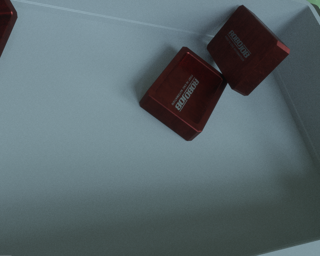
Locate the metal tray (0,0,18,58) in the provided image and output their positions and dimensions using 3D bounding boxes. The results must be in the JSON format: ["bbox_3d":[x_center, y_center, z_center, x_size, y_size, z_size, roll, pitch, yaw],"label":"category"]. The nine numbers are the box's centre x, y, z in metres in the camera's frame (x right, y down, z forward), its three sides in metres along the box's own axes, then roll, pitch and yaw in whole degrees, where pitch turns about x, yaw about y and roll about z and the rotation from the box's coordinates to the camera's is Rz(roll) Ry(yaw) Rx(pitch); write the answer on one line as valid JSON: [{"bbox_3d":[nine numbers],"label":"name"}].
[{"bbox_3d":[-0.201,-0.139,0.316,0.030,0.130,0.090,-1,58,6],"label":"metal tray"}]

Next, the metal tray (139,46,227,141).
[{"bbox_3d":[0.040,-0.054,0.456,0.090,0.030,0.130,37,51,-4],"label":"metal tray"}]

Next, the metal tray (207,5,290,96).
[{"bbox_3d":[0.130,-0.123,0.482,0.030,0.090,0.130,21,34,-31],"label":"metal tray"}]
